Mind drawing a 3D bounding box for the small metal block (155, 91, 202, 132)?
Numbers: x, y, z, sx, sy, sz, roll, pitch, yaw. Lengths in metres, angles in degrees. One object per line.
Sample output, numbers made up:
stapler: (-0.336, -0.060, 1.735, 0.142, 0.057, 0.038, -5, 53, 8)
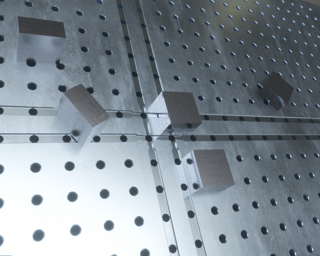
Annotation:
small metal block: (0.025, -0.023, 0.435, 0.050, 0.025, 0.050, -1, 62, -29)

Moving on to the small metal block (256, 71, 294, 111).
small metal block: (0.209, -0.067, 0.561, 0.050, 0.025, 0.050, 40, 51, -1)

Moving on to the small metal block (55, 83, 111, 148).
small metal block: (-0.089, -0.013, 0.352, 0.050, 0.050, 0.025, 48, 51, 6)

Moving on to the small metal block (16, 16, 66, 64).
small metal block: (-0.146, -0.105, 0.377, 0.050, 0.050, 0.025, -2, 63, -29)

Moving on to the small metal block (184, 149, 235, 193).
small metal block: (0.064, 0.056, 0.408, 0.050, 0.025, 0.050, 1, 61, -28)
